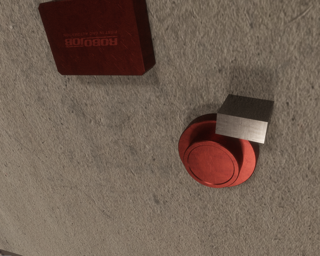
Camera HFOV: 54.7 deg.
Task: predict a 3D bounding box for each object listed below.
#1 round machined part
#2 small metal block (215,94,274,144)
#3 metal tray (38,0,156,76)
[{"bbox_3d":[0.068,0.034,0.381,0.098,0.042,0.097,13,124,20],"label":"round machined part"},{"bbox_3d":[0.092,-0.012,0.334,0.050,0.050,0.025,12,123,21],"label":"small metal block"},{"bbox_3d":[-0.076,-0.111,0.373,0.130,0.030,0.089,5,121,25],"label":"metal tray"}]
